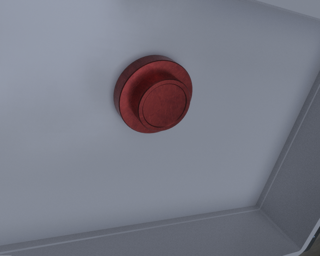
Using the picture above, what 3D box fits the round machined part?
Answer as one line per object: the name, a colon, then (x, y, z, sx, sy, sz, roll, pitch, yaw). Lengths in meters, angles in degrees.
round machined part: (-0.003, -0.035, 0.376, 0.099, 0.042, 0.097, -14, 125, -21)
